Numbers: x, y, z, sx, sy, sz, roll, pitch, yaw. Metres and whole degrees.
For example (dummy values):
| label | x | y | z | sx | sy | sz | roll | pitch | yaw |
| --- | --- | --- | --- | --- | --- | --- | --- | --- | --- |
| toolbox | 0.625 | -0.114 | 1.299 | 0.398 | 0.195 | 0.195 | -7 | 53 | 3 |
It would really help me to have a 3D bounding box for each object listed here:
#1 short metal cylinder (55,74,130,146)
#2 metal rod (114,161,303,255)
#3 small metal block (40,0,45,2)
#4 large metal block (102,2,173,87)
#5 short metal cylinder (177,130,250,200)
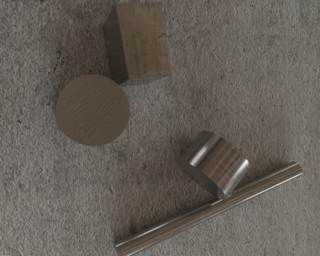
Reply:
| label | x | y | z | sx | sy | sz | roll | pitch | yaw |
| --- | --- | --- | --- | --- | --- | --- | --- | --- | --- |
| short metal cylinder | -0.081 | -0.020 | 0.366 | 0.081 | 0.050 | 0.079 | 0 | 90 | -21 |
| metal rod | 0.081 | 0.110 | 0.440 | 0.302 | 0.025 | 0.025 | -19 | 97 | -20 |
| small metal block | -0.150 | -0.181 | 0.353 | 0.050 | 0.025 | 0.050 | 16 | 85 | -20 |
| large metal block | -0.030 | -0.095 | 0.369 | 0.050 | 0.080 | 0.079 | -11 | 94 | -20 |
| short metal cylinder | 0.069 | 0.049 | 0.407 | 0.080 | 0.080 | 0.050 | 45 | 76 | -15 |
